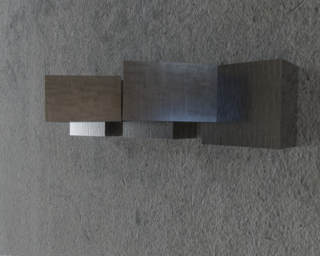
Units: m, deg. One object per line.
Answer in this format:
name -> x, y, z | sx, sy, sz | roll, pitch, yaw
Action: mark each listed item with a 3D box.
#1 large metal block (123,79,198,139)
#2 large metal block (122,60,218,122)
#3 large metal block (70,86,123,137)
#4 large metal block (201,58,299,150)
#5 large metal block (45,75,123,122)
large metal block -> 0.000, -0.028, 0.389 | 0.080, 0.050, 0.079 | 1, 91, 39
large metal block -> 0.005, -0.031, 0.302 | 0.080, 0.081, 0.050 | -172, 84, -84
large metal block -> -0.089, -0.029, 0.461 | 0.080, 0.050, 0.079 | 1, 90, 39
large metal block -> 0.091, -0.022, 0.315 | 0.080, 0.050, 0.079 | 2, 91, 39
large metal block -> -0.086, -0.032, 0.374 | 0.081, 0.080, 0.050 | -1, 90, -6
